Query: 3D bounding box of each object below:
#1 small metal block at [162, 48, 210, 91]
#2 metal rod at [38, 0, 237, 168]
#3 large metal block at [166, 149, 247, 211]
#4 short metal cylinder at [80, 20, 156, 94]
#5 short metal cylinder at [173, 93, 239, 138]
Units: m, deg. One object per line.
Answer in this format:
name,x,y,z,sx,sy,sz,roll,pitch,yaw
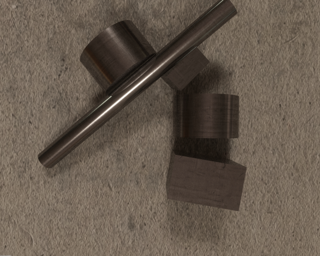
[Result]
small metal block,0.030,-0.075,0.396,0.050,0.050,0.025,-45,105,0
metal rod,-0.036,-0.048,0.379,0.300,0.025,0.025,-38,91,11
large metal block,0.052,0.061,0.383,0.080,0.080,0.050,10,90,-1
short metal cylinder,-0.050,-0.086,0.382,0.080,0.080,0.050,-38,90,0
short metal cylinder,0.056,-0.014,0.383,0.081,0.080,0.050,1,90,-1
